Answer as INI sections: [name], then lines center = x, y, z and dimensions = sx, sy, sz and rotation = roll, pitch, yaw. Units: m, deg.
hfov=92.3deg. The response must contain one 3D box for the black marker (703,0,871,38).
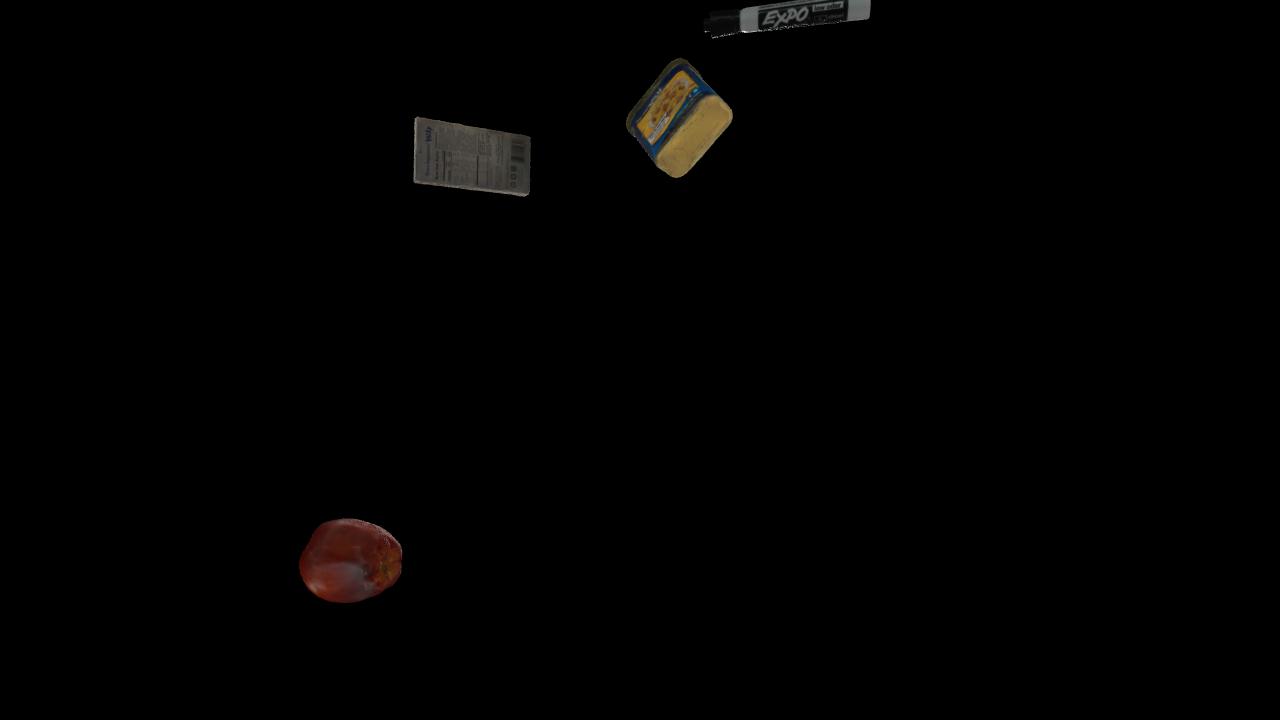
[black marker]
center = 0.108, -0.257, 0.460
dimensions = 0.121, 0.020, 0.020
rotation = 1, 0, 15

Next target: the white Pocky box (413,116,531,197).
[white Pocky box]
center = -0.227, -0.275, 0.841
dimensions = 0.154, 0.084, 0.028
rotation = 0, 4, -26

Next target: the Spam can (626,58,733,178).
[Spam can]
center = 0.043, -0.270, 0.692
dimensions = 0.058, 0.085, 0.101
rotation = 19, -57, -45

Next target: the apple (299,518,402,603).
[apple]
center = -0.267, 0.187, 0.573
dimensions = 0.093, 0.079, 0.079
rotation = -3, -1, 23
